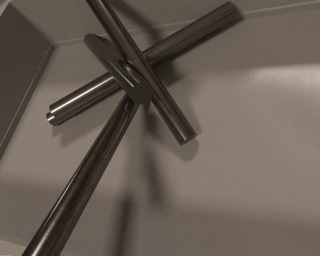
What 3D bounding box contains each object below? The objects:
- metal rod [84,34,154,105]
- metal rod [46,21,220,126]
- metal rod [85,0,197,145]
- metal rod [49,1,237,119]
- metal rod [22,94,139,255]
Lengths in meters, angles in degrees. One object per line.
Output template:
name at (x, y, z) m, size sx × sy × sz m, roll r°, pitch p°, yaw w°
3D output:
metal rod at (-0.073, -0.099, 0.447) m, size 0.025 × 0.025 × 0.300 m, roll -41°, pitch 34°, yaw 0°
metal rod at (-0.047, -0.086, 0.481) m, size 0.301 × 0.025 × 0.025 m, roll -29°, pitch 52°, yaw 9°
metal rod at (-0.043, -0.108, 0.416) m, size 0.025 × 0.025 × 0.299 m, roll -34°, pitch 76°, yaw 6°
metal rod at (-0.030, -0.094, 0.452) m, size 0.301 × 0.025 × 0.025 m, roll -28°, pitch 52°, yaw 9°
metal rod at (-0.059, 0.016, 0.346) m, size 0.025 × 0.025 × 0.301 m, roll -10°, pitch 32°, yaw 23°
